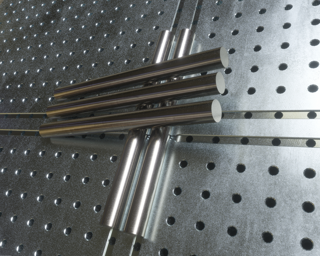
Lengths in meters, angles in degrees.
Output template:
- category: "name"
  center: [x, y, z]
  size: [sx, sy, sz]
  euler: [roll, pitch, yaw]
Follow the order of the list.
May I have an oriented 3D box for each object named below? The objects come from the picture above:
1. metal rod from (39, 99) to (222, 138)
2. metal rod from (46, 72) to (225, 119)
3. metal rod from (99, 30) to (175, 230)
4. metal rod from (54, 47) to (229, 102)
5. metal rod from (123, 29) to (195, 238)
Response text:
- category: "metal rod"
  center: [-0.062, -0.007, 0.416]
  size: [0.300, 0.025, 0.025]
  euler: [-5, 59, 35]
- category: "metal rod"
  center: [-0.055, -0.039, 0.433]
  size: [0.300, 0.025, 0.025]
  euler: [-6, 59, 34]
- category: "metal rod"
  center: [-0.024, -0.014, 0.428]
  size: [0.025, 0.025, 0.300]
  euler: [1, 62, 28]
- category: "metal rod"
  center: [-0.048, -0.070, 0.448]
  size: [0.300, 0.025, 0.025]
  euler: [-6, 59, 34]
- category: "metal rod"
  center: [0.006, -0.011, 0.411]
  size: [0.025, 0.025, 0.300]
  euler: [1, 62, 28]
